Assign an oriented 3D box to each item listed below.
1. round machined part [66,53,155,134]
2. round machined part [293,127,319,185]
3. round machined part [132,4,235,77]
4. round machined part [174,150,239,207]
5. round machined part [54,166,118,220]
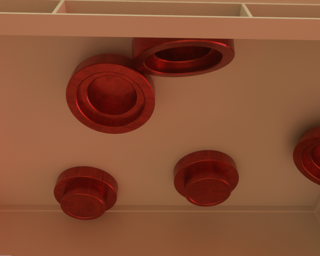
[{"bbox_3d":[-0.055,-0.043,0.361,0.099,0.042,0.097,-1,130,0],"label":"round machined part"},{"bbox_3d":[0.234,0.035,0.412,0.098,0.042,0.097,26,143,22],"label":"round machined part"},{"bbox_3d":[0.022,-0.085,0.304,0.099,0.042,0.098,-3,172,0],"label":"round machined part"},{"bbox_3d":[0.070,0.082,0.469,0.099,0.042,0.097,-1,130,0],"label":"round machined part"},{"bbox_3d":[-0.118,0.109,0.489,0.099,0.042,0.097,-1,130,0],"label":"round machined part"}]
